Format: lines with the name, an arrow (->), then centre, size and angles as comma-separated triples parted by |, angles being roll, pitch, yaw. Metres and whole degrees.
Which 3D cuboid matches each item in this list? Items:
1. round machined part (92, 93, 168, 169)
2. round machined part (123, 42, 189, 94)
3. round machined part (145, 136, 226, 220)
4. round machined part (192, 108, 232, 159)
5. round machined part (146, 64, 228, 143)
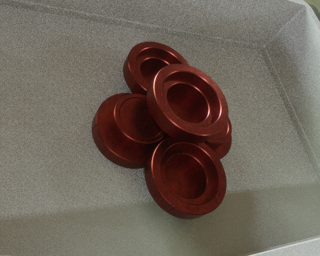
round machined part -> -0.030, -0.003, 0.380 | 0.099, 0.042, 0.098 | 14, 56, -21
round machined part -> -0.005, -0.069, 0.433 | 0.099, 0.042, 0.098 | 14, 56, -21
round machined part -> 0.027, 0.061, 0.371 | 0.099, 0.042, 0.098 | 14, 56, -21
round machined part -> 0.059, 0.000, 0.425 | 0.099, 0.042, 0.098 | 14, 56, -21
round machined part -> 0.029, -0.025, 0.371 | 0.099, 0.042, 0.098 | 14, 56, -21
